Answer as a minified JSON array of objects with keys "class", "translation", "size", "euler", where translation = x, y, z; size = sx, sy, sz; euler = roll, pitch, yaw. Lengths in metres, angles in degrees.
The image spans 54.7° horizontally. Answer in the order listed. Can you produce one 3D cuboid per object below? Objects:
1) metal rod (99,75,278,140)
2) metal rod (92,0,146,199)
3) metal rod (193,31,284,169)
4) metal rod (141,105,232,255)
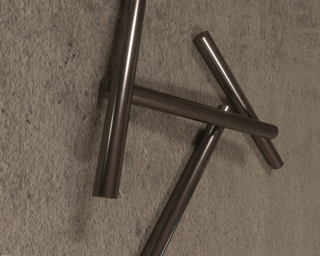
[{"class":"metal rod","translation":[0.060,-0.020,0.433],"size":[0.302,0.025,0.025],"euler":[12,82,-32]},{"class":"metal rod","translation":[-0.038,-0.074,0.345],"size":[0.025,0.025,0.299],"euler":[21,68,-39]},{"class":"metal rod","translation":[0.143,-0.033,0.527],"size":[0.300,0.025,0.025],"euler":[51,60,-28]},{"class":"metal rod","translation":[0.034,0.090,0.435],"size":[0.025,0.025,0.300],"euler":[45,63,-31]}]
